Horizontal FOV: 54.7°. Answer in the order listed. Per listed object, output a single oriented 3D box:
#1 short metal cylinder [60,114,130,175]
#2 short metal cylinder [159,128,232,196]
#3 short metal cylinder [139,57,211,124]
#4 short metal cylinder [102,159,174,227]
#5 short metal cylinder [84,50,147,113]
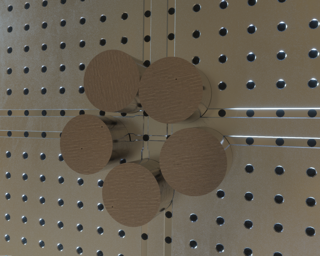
[{"bbox_3d":[-0.089,0.021,0.431,0.080,0.050,0.079,0,90,20],"label":"short metal cylinder"},{"bbox_3d":[0.046,0.039,0.382,0.080,0.050,0.079,1,92,19],"label":"short metal cylinder"},{"bbox_3d":[0.020,-0.045,0.391,0.080,0.050,0.079,0,90,20],"label":"short metal cylinder"},{"bbox_3d":[-0.028,0.083,0.408,0.080,0.050,0.080,0,90,20],"label":"short metal cylinder"},{"bbox_3d":[-0.054,-0.060,0.418,0.080,0.050,0.079,0,90,19],"label":"short metal cylinder"}]
